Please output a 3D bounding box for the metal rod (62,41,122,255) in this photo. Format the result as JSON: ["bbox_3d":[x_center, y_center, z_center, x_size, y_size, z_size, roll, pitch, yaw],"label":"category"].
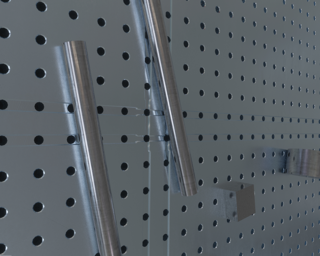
[{"bbox_3d":[-0.071,0.056,0.349,0.025,0.025,0.298,-14,99,-39],"label":"metal rod"}]

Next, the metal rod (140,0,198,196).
[{"bbox_3d":[0.012,-0.051,0.418,0.025,0.025,0.298,-20,103,-38],"label":"metal rod"}]

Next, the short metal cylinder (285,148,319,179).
[{"bbox_3d":[0.297,0.073,0.622,0.081,0.080,0.050,15,81,-39],"label":"short metal cylinder"}]

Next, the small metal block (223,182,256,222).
[{"bbox_3d":[0.134,0.123,0.522,0.050,0.025,0.050,-9,96,-40],"label":"small metal block"}]
